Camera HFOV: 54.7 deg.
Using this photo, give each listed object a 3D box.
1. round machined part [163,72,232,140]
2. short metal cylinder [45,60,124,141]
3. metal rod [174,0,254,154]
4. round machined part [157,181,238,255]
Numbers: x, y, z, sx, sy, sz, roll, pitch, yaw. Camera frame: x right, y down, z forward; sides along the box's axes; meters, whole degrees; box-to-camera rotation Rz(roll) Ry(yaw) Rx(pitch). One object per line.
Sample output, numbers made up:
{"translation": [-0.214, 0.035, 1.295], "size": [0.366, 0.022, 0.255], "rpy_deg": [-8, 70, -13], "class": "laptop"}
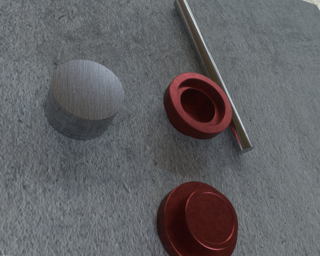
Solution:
{"translation": [0.049, -0.027, 0.437], "size": [0.099, 0.042, 0.098], "rpy_deg": [14, 56, -21], "class": "round machined part"}
{"translation": [-0.088, -0.032, 0.361], "size": [0.081, 0.050, 0.080], "rpy_deg": [14, 56, -21], "class": "short metal cylinder"}
{"translation": [0.081, -0.098, 0.509], "size": [0.025, 0.025, 0.299], "rpy_deg": [-5, 64, -31], "class": "metal rod"}
{"translation": [0.050, 0.108, 0.356], "size": [0.099, 0.042, 0.098], "rpy_deg": [14, 56, -21], "class": "round machined part"}
